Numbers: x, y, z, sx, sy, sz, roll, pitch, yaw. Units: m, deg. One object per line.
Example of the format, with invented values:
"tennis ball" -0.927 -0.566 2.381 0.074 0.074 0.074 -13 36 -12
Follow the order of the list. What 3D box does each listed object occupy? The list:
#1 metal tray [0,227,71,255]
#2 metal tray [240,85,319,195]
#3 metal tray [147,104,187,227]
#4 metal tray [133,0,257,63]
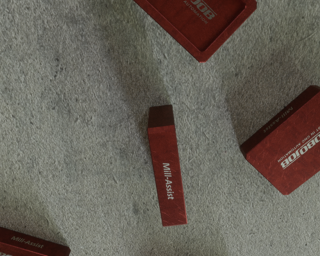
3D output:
"metal tray" -0.217 0.212 0.482 0.131 0.030 0.089 20 109 -8
"metal tray" 0.187 0.018 0.416 0.090 0.030 0.130 42 104 -14
"metal tray" 0.010 0.045 0.391 0.030 0.090 0.129 -7 110 3
"metal tray" 0.032 -0.150 0.351 0.130 0.030 0.090 40 105 -14
